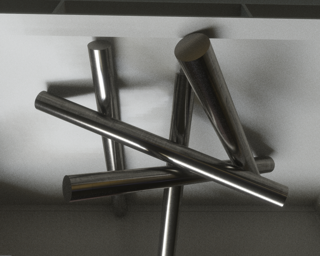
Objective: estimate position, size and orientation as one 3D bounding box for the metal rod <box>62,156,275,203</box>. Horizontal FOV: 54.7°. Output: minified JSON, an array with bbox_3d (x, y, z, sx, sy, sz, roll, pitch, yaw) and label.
[{"bbox_3d":[0.037,0.055,0.372,0.302,0.025,0.025,0,136,-36],"label":"metal rod"}]

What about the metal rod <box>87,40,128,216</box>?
[{"bbox_3d":[-0.066,0.024,0.428,0.025,0.025,0.298,0,130,-1],"label":"metal rod"}]

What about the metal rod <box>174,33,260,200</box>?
[{"bbox_3d":[0.080,0.019,0.324,0.025,0.025,0.300,-19,144,15],"label":"metal rod"}]

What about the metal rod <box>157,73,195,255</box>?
[{"bbox_3d":[0.017,0.080,0.400,0.025,0.025,0.298,4,106,-4],"label":"metal rod"}]

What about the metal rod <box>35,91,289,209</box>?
[{"bbox_3d":[-0.008,0.020,0.354,0.301,0.025,0.025,21,130,10],"label":"metal rod"}]
